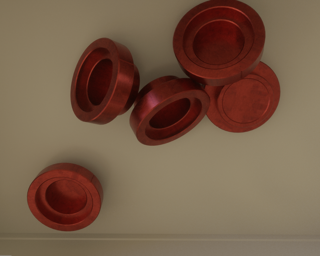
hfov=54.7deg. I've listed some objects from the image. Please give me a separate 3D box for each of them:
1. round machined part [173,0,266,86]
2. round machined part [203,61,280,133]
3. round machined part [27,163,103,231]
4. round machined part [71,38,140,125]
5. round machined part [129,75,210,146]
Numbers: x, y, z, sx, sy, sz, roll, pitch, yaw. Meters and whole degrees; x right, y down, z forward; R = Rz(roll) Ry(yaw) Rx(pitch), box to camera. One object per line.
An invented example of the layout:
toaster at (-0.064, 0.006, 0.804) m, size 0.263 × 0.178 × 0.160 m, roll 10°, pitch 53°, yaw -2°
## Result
round machined part at (0.067, -0.092, 0.352) m, size 0.098 × 0.042 × 0.098 m, roll -4°, pitch 73°, yaw 13°
round machined part at (0.103, -0.039, 0.390) m, size 0.099 × 0.042 × 0.097 m, roll 0°, pitch 110°, yaw -1°
round machined part at (-0.128, 0.092, 0.434) m, size 0.099 × 0.042 × 0.097 m, roll 0°, pitch 110°, yaw -1°
round machined part at (-0.061, -0.051, 0.363) m, size 0.042 × 0.098 × 0.097 m, roll 14°, pitch 114°, yaw -43°
round machined part at (0.008, -0.025, 0.375) m, size 0.099 × 0.042 × 0.098 m, roll -23°, pitch 151°, yaw -14°
